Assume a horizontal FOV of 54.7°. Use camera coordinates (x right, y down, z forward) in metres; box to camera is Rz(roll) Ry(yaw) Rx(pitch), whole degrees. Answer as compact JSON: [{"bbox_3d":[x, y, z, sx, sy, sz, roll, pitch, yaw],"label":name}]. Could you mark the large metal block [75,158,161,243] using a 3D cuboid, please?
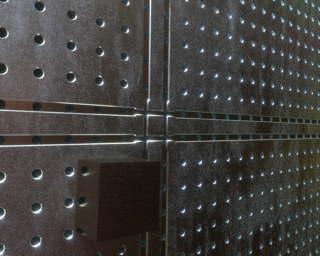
[{"bbox_3d":[-0.047,0.077,0.355,0.081,0.050,0.080,4,88,-40],"label":"large metal block"}]
